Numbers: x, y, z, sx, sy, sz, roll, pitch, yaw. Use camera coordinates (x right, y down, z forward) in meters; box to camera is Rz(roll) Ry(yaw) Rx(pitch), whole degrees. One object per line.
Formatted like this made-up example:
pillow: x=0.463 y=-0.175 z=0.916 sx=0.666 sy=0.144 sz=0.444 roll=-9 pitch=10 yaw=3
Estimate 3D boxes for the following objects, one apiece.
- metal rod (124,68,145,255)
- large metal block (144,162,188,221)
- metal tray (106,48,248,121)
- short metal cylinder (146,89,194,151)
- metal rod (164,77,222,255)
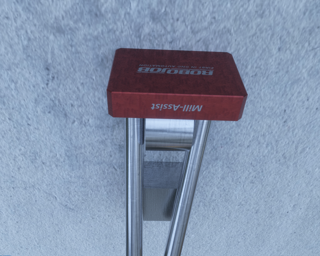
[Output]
metal rod: x=-0.034 y=0.070 z=0.408 sx=0.025 sy=0.025 sz=0.298 roll=1 pitch=115 yaw=-2
large metal block: x=0.001 y=0.098 z=0.473 sx=0.081 sy=0.050 sz=0.079 roll=1 pitch=130 yaw=-2
metal tray: x=0.016 y=-0.048 z=0.325 sx=0.131 sy=0.090 sz=0.030 roll=2 pitch=130 yaw=-2
short metal cylinder: x=0.009 y=-0.013 z=0.363 sx=0.050 sy=0.080 sz=0.079 roll=1 pitch=130 yaw=-2
metal rod: x=0.037 y=0.073 z=0.410 sx=0.025 sy=0.025 sz=0.298 roll=6 pitch=115 yaw=-6
